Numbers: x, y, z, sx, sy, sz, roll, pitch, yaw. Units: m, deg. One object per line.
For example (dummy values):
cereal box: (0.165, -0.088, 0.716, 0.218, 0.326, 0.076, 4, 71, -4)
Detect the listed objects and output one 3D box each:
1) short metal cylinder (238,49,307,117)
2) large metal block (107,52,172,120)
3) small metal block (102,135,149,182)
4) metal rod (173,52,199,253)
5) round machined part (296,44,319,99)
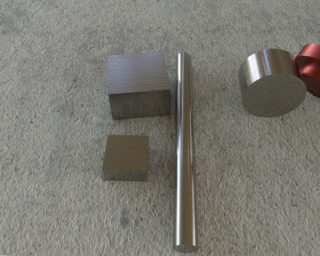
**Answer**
short metal cylinder: (0.150, -0.059, 0.419, 0.080, 0.080, 0.050, 3, 50, 2)
large metal block: (-0.030, -0.060, 0.437, 0.081, 0.050, 0.080, -5, 50, -5)
small metal block: (-0.039, 0.036, 0.373, 0.050, 0.025, 0.050, 1, 50, 0)
metal rod: (0.032, 0.004, 0.400, 0.025, 0.025, 0.300, 2, 50, 1)
round machined part: (0.231, -0.071, 0.431, 0.098, 0.098, 0.042, 37, 95, 26)
